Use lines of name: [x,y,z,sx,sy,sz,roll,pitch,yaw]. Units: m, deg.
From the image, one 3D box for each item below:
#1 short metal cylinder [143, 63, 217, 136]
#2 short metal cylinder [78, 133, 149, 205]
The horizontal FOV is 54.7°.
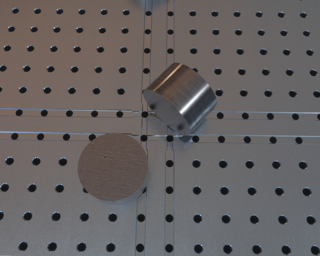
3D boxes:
short metal cylinder: [0.025,-0.036,0.396,0.080,0.080,0.050,40,75,13]
short metal cylinder: [-0.054,0.052,0.379,0.081,0.050,0.080,0,70,0]
